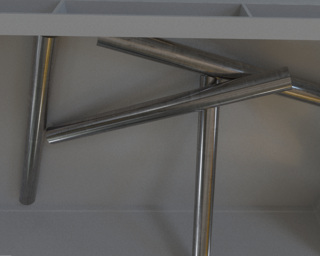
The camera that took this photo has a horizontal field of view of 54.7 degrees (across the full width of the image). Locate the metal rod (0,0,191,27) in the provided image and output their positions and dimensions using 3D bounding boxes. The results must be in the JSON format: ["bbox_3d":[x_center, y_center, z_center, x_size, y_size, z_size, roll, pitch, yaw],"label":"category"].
[{"bbox_3d":[-0.121,-0.115,0.308,0.302,0.025,0.025,-2,130,1],"label":"metal rod"}]

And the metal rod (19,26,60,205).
[{"bbox_3d":[-0.166,0.007,0.412,0.025,0.025,0.298,15,129,-13],"label":"metal rod"}]

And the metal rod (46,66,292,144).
[{"bbox_3d":[-0.007,-0.020,0.364,0.301,0.025,0.025,-12,130,20],"label":"metal rod"}]

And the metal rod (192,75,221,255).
[{"bbox_3d":[0.058,0.082,0.402,0.025,0.025,0.298,0,106,-1],"label":"metal rod"}]

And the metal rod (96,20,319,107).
[{"bbox_3d":[0.083,-0.063,0.344,0.302,0.025,0.025,12,129,-16],"label":"metal rod"}]
